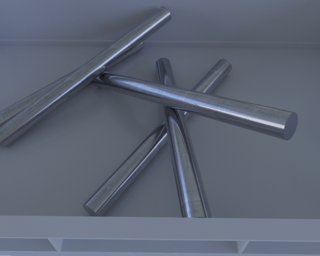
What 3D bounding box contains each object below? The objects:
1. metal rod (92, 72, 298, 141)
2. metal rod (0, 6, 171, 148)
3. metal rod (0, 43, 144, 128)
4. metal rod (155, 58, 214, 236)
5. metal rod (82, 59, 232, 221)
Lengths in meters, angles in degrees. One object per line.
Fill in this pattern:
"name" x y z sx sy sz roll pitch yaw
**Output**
"metal rod" 0.009 -0.038 0.367 0.300 0.025 0.025 20 49 43
"metal rod" -0.097 -0.081 0.437 0.301 0.025 0.025 -42 61 -18
"metal rod" -0.142 -0.062 0.455 0.025 0.025 0.302 37 59 27
"metal rod" 0.018 -0.010 0.370 0.025 0.025 0.300 -4 37 -3
"metal rod" 0.014 -0.004 0.408 0.025 0.025 0.301 29 55 22
